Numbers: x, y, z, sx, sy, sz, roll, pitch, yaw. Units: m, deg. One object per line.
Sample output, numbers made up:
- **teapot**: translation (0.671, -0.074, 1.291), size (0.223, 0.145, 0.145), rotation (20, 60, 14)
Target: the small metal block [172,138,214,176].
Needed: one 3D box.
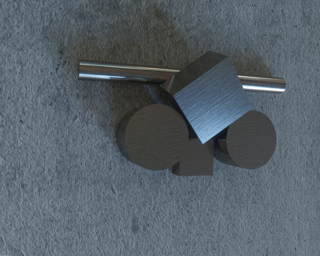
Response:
- **small metal block**: translation (0.046, 0.039, 0.428), size (0.050, 0.025, 0.050), rotation (2, 89, -20)

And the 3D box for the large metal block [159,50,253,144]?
- **large metal block**: translation (0.060, -0.041, 0.400), size (0.080, 0.050, 0.080), rotation (-36, 119, -3)

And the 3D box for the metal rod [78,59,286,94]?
- **metal rod**: translation (0.044, -0.068, 0.426), size (0.302, 0.025, 0.025), rotation (1, 90, -20)

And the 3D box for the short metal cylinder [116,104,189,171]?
- **short metal cylinder**: translation (-0.011, 0.011, 0.392), size (0.081, 0.050, 0.079), rotation (0, 90, -20)

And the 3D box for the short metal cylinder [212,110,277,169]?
- **short metal cylinder**: translation (0.115, 0.016, 0.439), size (0.081, 0.050, 0.079), rotation (0, 90, -20)
